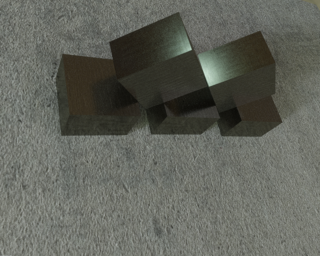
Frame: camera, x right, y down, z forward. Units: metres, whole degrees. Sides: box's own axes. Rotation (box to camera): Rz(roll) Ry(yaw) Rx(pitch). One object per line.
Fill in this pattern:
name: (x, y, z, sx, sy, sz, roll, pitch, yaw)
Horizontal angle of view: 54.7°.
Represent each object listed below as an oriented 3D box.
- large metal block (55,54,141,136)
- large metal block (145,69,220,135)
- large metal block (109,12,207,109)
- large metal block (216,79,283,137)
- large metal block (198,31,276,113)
large metal block: (-0.077, -0.037, 0.372, 0.081, 0.050, 0.080, 0, 62, -29)
large metal block: (0.025, -0.037, 0.427, 0.081, 0.050, 0.080, 1, 62, -28)
large metal block: (0.001, -0.071, 0.351, 0.080, 0.080, 0.050, 45, 27, -63)
large metal block: (0.130, -0.033, 0.482, 0.081, 0.050, 0.080, 1, 61, -28)
large metal block: (0.103, -0.070, 0.409, 0.080, 0.080, 0.050, -19, 64, 12)
